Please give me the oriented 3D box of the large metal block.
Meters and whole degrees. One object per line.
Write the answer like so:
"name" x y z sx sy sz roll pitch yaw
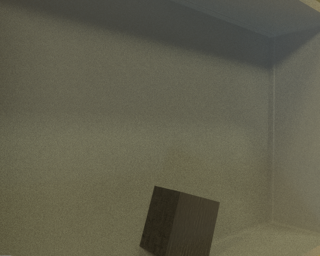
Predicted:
"large metal block" 0.028 0.128 0.417 0.080 0.050 0.080 23 75 -38
